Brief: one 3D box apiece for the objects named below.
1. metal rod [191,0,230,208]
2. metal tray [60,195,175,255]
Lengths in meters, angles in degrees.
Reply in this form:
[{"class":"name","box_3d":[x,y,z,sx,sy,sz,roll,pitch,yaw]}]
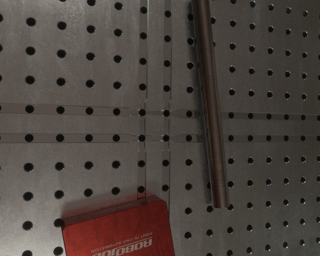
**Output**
[{"class":"metal rod","box_3d":[0.072,-0.036,0.440,0.025,0.025,0.298,-7,93,-20]},{"class":"metal tray","box_3d":[-0.051,0.146,0.392,0.131,0.030,0.089,-10,94,-20]}]
